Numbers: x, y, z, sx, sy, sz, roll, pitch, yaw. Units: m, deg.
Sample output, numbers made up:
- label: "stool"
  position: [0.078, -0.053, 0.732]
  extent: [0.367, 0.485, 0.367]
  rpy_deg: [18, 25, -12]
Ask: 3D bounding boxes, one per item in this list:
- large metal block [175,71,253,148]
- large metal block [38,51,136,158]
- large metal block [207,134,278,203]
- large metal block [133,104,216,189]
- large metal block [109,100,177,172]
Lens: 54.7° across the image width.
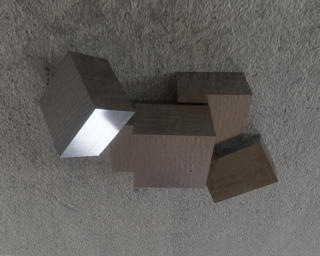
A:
- label: "large metal block"
  position: [0.059, -0.021, 0.376]
  extent: [0.081, 0.050, 0.079]
  rpy_deg: [0, 130, -1]
- label: "large metal block"
  position: [-0.084, -0.024, 0.342]
  extent: [0.050, 0.080, 0.080]
  rpy_deg: [2, 140, -48]
- label: "large metal block"
  position: [0.104, 0.051, 0.409]
  extent: [0.080, 0.080, 0.050]
  rpy_deg: [-25, 88, 19]
- label: "large metal block"
  position: [0.012, 0.021, 0.342]
  extent: [0.081, 0.050, 0.079]
  rpy_deg: [2, 130, -2]
- label: "large metal block"
  position: [-0.021, 0.011, 0.399]
  extent: [0.081, 0.050, 0.079]
  rpy_deg: [0, 130, -1]
